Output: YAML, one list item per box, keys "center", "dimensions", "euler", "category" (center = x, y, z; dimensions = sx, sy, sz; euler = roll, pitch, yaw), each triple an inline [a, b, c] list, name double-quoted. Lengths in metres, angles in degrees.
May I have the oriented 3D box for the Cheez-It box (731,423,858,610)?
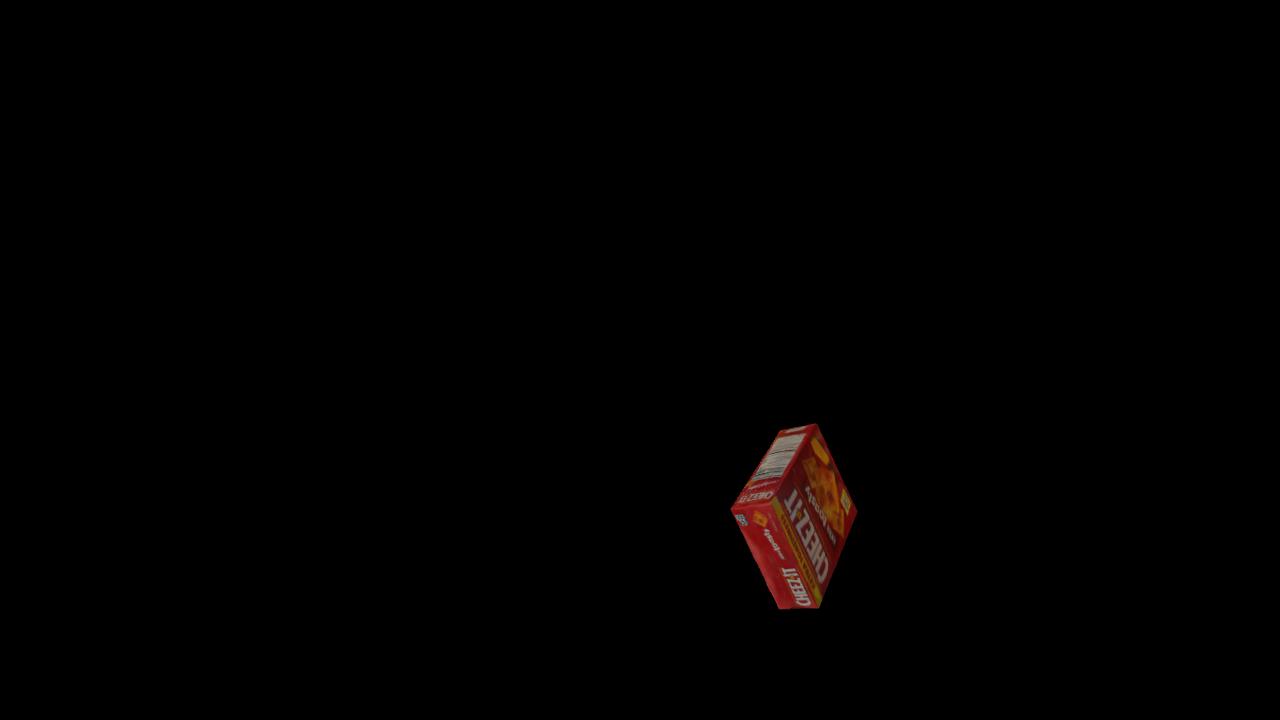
- center: [0.227, 0.215, 0.882]
  dimensions: [0.071, 0.166, 0.223]
  euler: [-20, 11, 38]
  category: "Cheez-It box"
